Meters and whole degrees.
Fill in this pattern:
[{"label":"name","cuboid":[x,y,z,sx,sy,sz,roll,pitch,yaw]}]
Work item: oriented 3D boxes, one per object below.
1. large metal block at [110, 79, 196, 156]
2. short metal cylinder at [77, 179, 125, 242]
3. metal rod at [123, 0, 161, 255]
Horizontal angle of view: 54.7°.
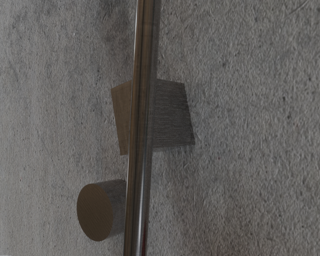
[{"label":"large metal block","cuboid":[-0.007,-0.013,0.375,0.050,0.081,0.080,-16,80,39]},{"label":"short metal cylinder","cuboid":[-0.076,0.118,0.452,0.080,0.050,0.080,0,90,40]},{"label":"metal rod","cuboid":[-0.020,0.015,0.316,0.025,0.025,0.298,6,95,40]}]
